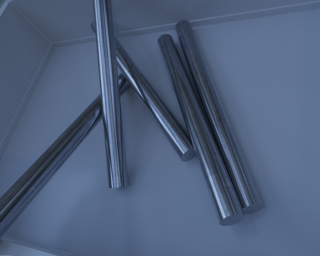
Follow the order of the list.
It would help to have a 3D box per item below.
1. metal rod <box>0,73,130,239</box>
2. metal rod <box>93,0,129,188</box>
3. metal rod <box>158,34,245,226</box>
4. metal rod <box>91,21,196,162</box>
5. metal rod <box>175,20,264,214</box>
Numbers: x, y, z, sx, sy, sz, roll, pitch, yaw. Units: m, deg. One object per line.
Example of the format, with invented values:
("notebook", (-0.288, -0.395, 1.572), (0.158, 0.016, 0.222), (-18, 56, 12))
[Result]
("metal rod", (-0.107, 0.014, 0.372), (0.025, 0.025, 0.301), (-2, 35, 27))
("metal rod", (-0.068, -0.072, 0.411), (0.025, 0.025, 0.298), (-10, 81, 22))
("metal rod", (0.038, -0.025, 0.387), (0.025, 0.025, 0.300), (-25, 49, 12))
("metal rod", (-0.035, -0.072, 0.448), (0.025, 0.025, 0.300), (-37, 57, 3))
("metal rod", (0.063, -0.038, 0.394), (0.025, 0.025, 0.299), (-23, 53, 14))
